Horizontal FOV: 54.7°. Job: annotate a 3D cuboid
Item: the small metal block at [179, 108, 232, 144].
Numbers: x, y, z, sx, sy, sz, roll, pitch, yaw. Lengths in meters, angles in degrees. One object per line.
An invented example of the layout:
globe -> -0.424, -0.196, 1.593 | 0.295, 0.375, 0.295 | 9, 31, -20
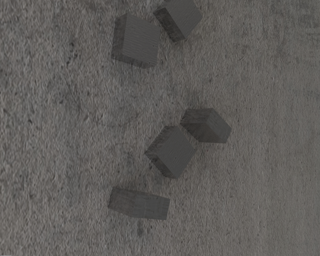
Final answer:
small metal block -> 0.065, -0.003, 0.443 | 0.050, 0.050, 0.025 | 42, 65, -32

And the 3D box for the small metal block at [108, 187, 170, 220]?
small metal block -> -0.025, 0.090, 0.367 | 0.050, 0.050, 0.025 | 19, 78, -39

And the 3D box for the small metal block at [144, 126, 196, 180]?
small metal block -> 0.015, 0.033, 0.417 | 0.050, 0.025, 0.050 | 52, 60, -27

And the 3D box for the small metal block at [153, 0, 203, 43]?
small metal block -> 0.026, -0.155, 0.426 | 0.050, 0.025, 0.050 | 50, 61, -28

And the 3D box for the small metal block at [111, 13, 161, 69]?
small metal block -> -0.029, -0.105, 0.380 | 0.050, 0.025, 0.050 | 11, 83, -40
